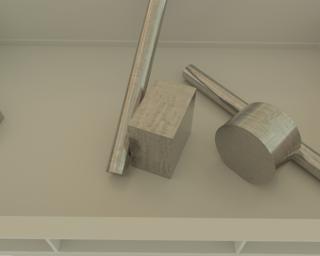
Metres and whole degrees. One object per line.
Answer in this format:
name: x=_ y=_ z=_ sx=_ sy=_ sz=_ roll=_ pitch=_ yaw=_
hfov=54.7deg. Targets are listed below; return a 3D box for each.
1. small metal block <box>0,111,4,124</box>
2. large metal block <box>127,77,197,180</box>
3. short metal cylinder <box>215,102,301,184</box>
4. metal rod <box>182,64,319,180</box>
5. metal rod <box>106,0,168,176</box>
small metal block: x=-0.245 y=-0.006 z=0.407 sx=0.050 sy=0.025 sz=0.050 roll=6 pitch=50 yaw=5
large metal block: x=0.004 y=0.001 z=0.369 sx=0.050 sy=0.080 sz=0.080 roll=17 pitch=52 yaw=13
short metal cylinder: x=0.111 y=0.017 z=0.357 sx=0.050 sy=0.080 sz=0.080 roll=-36 pitch=59 yaw=-26
metal rod: x=0.140 y=0.001 z=0.406 sx=0.025 sy=0.025 sz=0.300 roll=-33 pitch=58 yaw=-25
metal rod: x=-0.021 y=-0.087 z=0.401 sx=0.025 sy=0.025 sz=0.299 roll=10 pitch=75 yaw=8
